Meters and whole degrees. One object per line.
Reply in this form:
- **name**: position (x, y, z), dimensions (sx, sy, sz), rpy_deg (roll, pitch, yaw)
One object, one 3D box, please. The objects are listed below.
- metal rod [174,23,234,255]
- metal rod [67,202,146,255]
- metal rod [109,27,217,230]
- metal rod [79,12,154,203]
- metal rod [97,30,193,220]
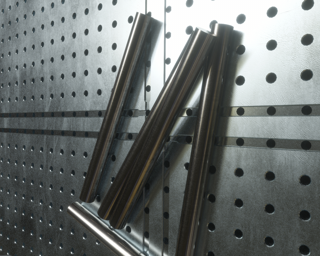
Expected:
- **metal rod**: position (0.049, 0.032, 0.367), dimensions (0.025, 0.025, 0.298), rpy_deg (14, 99, 39)
- **metal rod**: position (-0.037, 0.184, 0.437), dimensions (0.300, 0.025, 0.025), rpy_deg (23, 105, 37)
- **metal rod**: position (-0.006, 0.019, 0.396), dimensions (0.025, 0.025, 0.298), rpy_deg (42, 120, 31)
- **metal rod**: position (-0.069, -0.020, 0.464), dimensions (0.025, 0.025, 0.298), rpy_deg (31, 109, 35)
- **metal rod**: position (-0.017, 0.011, 0.421), dimensions (0.025, 0.025, 0.298), rpy_deg (43, 115, 31)
